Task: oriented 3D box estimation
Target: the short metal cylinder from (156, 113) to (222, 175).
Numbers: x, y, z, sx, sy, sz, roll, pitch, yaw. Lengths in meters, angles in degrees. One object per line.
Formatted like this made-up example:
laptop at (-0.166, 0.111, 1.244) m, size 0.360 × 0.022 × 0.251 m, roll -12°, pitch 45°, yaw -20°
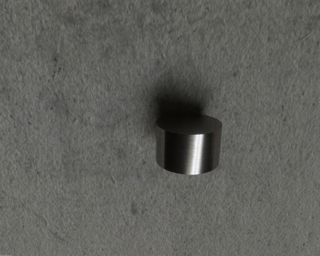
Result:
short metal cylinder at (0.035, 0.017, 0.387) m, size 0.081 × 0.080 × 0.050 m, roll 1°, pitch 110°, yaw -1°
